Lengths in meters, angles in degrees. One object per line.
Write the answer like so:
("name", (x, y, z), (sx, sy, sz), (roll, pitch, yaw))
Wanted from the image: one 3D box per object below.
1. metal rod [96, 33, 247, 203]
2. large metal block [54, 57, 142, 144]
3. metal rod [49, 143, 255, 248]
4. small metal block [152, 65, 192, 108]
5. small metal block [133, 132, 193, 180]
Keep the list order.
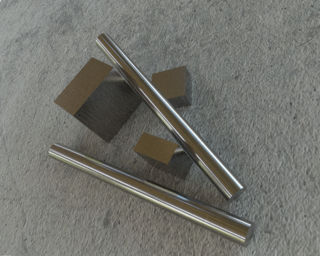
("metal rod", (-0.003, -0.032, 0.394), (0.025, 0.025, 0.300), (-40, 60, 1))
("large metal block", (-0.083, -0.037, 0.434), (0.050, 0.080, 0.080), (30, 78, 37))
("metal rod", (-0.035, 0.068, 0.378), (0.300, 0.025, 0.025), (16, 70, 34))
("small metal block", (0.016, -0.054, 0.427), (0.050, 0.025, 0.050), (-11, 57, 22))
("small metal block", (0.005, 0.033, 0.364), (0.050, 0.050, 0.025), (19, 72, 35))
